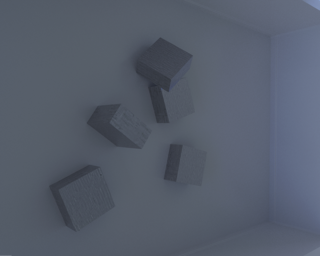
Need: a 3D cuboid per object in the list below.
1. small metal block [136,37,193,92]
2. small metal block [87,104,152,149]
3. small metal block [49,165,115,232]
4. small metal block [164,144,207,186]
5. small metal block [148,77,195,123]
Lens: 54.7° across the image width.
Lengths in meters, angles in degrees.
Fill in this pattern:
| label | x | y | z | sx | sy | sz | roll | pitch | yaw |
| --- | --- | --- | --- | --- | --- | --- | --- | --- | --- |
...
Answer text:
| label | x | y | z | sx | sy | sz | roll | pitch | yaw |
| --- | --- | --- | --- | --- | --- | --- | --- | --- | --- |
| small metal block | 0.006 | -0.081 | 0.393 | 0.050 | 0.025 | 0.050 | 33 | 61 | 13 |
| small metal block | -0.046 | -0.001 | 0.351 | 0.050 | 0.050 | 0.025 | 42 | 65 | -32 |
| small metal block | -0.083 | 0.075 | 0.337 | 0.050 | 0.025 | 0.050 | -28 | 108 | -36 |
| small metal block | 0.037 | 0.053 | 0.437 | 0.050 | 0.025 | 0.050 | 18 | 79 | -39 |
| small metal block | 0.017 | -0.038 | 0.420 | 0.050 | 0.025 | 0.050 | -23 | 105 | -38 |
